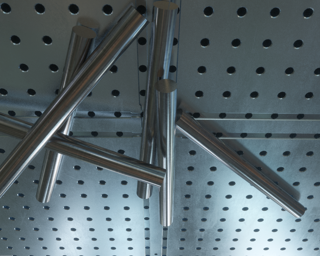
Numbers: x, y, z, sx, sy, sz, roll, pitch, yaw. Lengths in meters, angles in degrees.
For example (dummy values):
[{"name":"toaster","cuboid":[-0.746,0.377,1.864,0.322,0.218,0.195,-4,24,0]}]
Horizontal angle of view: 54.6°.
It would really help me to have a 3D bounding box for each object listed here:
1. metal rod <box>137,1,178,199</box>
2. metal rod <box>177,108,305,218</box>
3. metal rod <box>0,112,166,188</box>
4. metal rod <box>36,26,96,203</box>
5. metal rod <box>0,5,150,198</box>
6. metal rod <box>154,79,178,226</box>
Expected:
[{"name":"metal rod","cuboid":[-0.010,-0.009,0.403,0.025,0.025,0.298,4,130,-4]},{"name":"metal rod","cuboid":[0.129,0.064,0.466,0.301,0.025,0.025,36,121,-27]},{"name":"metal rod","cuboid":[-0.138,0.015,0.389,0.301,0.025,0.025,19,128,-4]},{"name":"metal rod","cuboid":[-0.134,0.005,0.414,0.025,0.025,0.298,17,128,-14]},{"name":"metal rod","cuboid":[-0.120,-0.012,0.352,0.025,0.025,0.299,36,107,-27]},{"name":"metal rod","cuboid":[0.009,0.059,0.444,0.025,0.025,0.298,-1,135,0]}]
